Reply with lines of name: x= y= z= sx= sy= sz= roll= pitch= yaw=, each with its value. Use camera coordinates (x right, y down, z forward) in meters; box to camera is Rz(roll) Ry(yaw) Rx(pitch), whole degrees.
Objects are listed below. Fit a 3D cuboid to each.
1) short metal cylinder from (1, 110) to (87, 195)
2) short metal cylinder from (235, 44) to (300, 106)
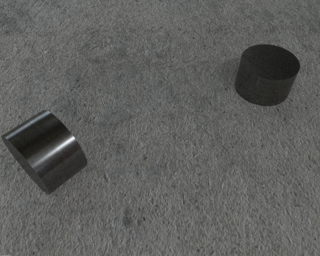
short metal cylinder: x=-0.127 y=0.027 z=0.344 sx=0.080 sy=0.080 sz=0.050 roll=35 pitch=59 yaw=26
short metal cylinder: x=0.155 y=-0.078 z=0.453 sx=0.080 sy=0.050 sz=0.080 roll=0 pitch=50 yaw=0
